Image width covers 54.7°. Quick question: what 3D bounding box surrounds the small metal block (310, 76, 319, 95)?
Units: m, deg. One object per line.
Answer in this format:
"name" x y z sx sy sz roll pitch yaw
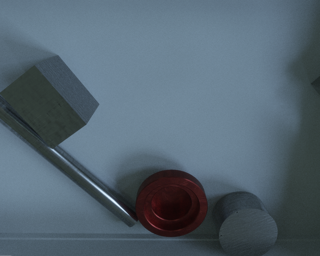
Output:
"small metal block" 0.224 -0.057 0.380 0.050 0.050 0.025 -43 105 14

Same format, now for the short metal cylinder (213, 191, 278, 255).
"short metal cylinder" 0.121 0.139 0.447 0.081 0.050 0.079 0 105 -1

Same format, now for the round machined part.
"round machined part" 0.016 0.102 0.440 0.099 0.042 0.097 0 110 -1

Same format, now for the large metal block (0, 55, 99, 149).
"large metal block" -0.124 -0.034 0.368 0.050 0.080 0.080 -35 107 11

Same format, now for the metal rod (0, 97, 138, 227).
"metal rod" -0.143 0.037 0.422 0.025 0.025 0.300 -43 105 14
